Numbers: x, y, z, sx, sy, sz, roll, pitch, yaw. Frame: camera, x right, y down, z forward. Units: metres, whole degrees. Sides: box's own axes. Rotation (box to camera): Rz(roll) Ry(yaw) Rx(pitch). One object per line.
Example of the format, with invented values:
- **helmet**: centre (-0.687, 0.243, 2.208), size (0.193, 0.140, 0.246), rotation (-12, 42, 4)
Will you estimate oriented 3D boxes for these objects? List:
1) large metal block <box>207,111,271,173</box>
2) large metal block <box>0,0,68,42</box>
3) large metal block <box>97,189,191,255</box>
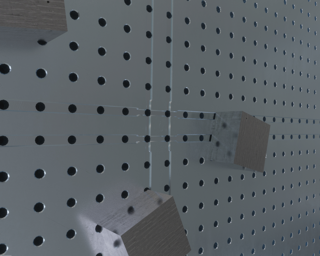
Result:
- **large metal block**: centre (0.128, 0.023, 0.499), size (0.080, 0.050, 0.080), rotation (20, 78, -38)
- **large metal block**: centre (-0.136, -0.124, 0.278), size (0.081, 0.050, 0.080), rotation (-9, 96, -39)
- **large metal block**: centre (-0.017, 0.134, 0.378), size (0.081, 0.050, 0.080), rotation (-29, 108, -36)
